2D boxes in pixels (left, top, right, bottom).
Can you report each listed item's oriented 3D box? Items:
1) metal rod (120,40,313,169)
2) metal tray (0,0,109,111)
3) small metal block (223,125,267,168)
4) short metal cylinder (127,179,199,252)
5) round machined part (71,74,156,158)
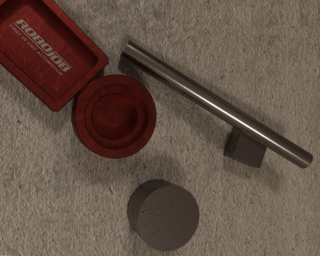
[{"bbox_3d":[0.083,-0.027,0.421,0.301,0.025,0.025,30,80,-10],"label":"metal rod"},{"bbox_3d":[-0.136,-0.093,0.356,0.130,0.030,0.090,45,76,-15],"label":"metal tray"},{"bbox_3d":[0.129,0.027,0.458,0.050,0.025,0.050,23,82,-19],"label":"small metal block"},{"bbox_3d":[0.003,0.109,0.398,0.081,0.050,0.079,0,90,-20],"label":"short metal cylinder"},{"bbox_3d":[-0.057,-0.014,0.375,0.099,0.042,0.097,-2,95,-26],"label":"round machined part"}]
